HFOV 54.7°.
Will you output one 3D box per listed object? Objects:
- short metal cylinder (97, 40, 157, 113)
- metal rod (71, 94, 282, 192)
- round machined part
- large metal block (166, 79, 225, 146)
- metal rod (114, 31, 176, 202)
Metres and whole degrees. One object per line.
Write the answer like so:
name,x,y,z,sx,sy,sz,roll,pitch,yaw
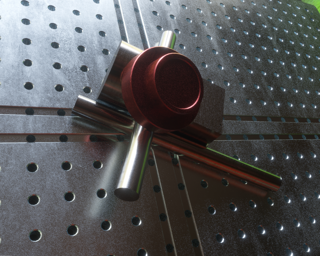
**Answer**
short metal cylinder,-0.041,-0.063,0.389,0.050,0.080,0.080,23,53,-15
metal rod,0.033,0.026,0.411,0.302,0.025,0.025,22,53,-15
round machined part,0.010,-0.045,0.347,0.099,0.042,0.097,7,78,-34
large metal block,0.040,-0.027,0.427,0.080,0.050,0.080,23,53,-15
metal rod,-0.009,-0.042,0.405,0.025,0.025,0.300,25,45,-13
